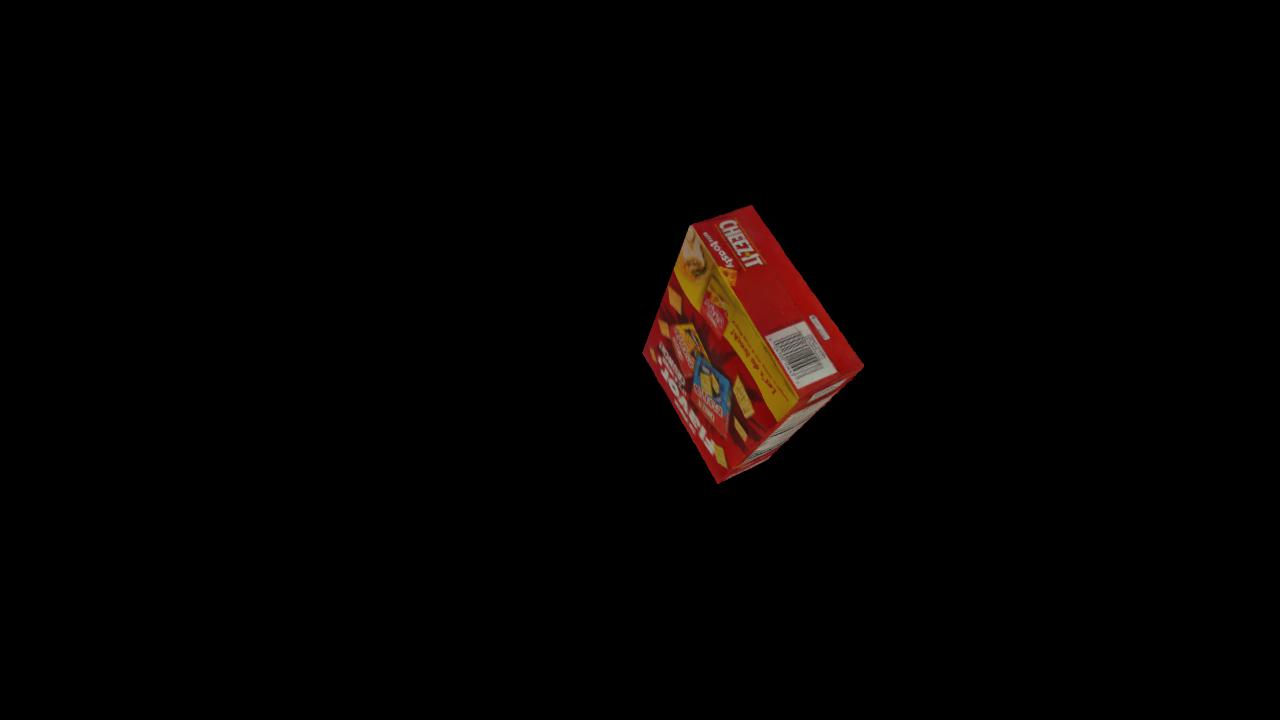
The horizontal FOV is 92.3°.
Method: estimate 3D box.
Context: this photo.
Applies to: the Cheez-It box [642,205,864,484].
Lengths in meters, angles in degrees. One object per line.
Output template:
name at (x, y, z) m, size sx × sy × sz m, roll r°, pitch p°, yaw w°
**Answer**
Cheez-It box at (0.083, 0.000, 0.555) m, size 0.071 × 0.166 × 0.223 m, roll -21°, pitch -22°, yaw -20°
